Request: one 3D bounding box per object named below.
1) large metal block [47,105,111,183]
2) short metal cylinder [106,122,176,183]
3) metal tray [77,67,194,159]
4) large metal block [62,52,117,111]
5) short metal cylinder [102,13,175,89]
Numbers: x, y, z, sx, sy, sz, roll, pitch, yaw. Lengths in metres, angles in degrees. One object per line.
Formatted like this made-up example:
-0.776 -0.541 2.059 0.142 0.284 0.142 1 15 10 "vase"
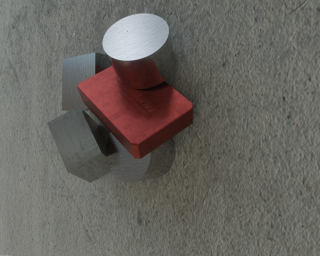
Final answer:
-0.109 0.026 0.452 0.050 0.080 0.080 -30 68 -2 "large metal block"
-0.026 0.030 0.412 0.080 0.050 0.080 0 90 40 "short metal cylinder"
-0.032 -0.032 0.392 0.130 0.091 0.030 43 156 31 "metal tray"
-0.105 -0.066 0.474 0.080 0.050 0.080 1 91 40 "large metal block"
-0.024 -0.095 0.384 0.080 0.050 0.080 -6 57 9 "short metal cylinder"
